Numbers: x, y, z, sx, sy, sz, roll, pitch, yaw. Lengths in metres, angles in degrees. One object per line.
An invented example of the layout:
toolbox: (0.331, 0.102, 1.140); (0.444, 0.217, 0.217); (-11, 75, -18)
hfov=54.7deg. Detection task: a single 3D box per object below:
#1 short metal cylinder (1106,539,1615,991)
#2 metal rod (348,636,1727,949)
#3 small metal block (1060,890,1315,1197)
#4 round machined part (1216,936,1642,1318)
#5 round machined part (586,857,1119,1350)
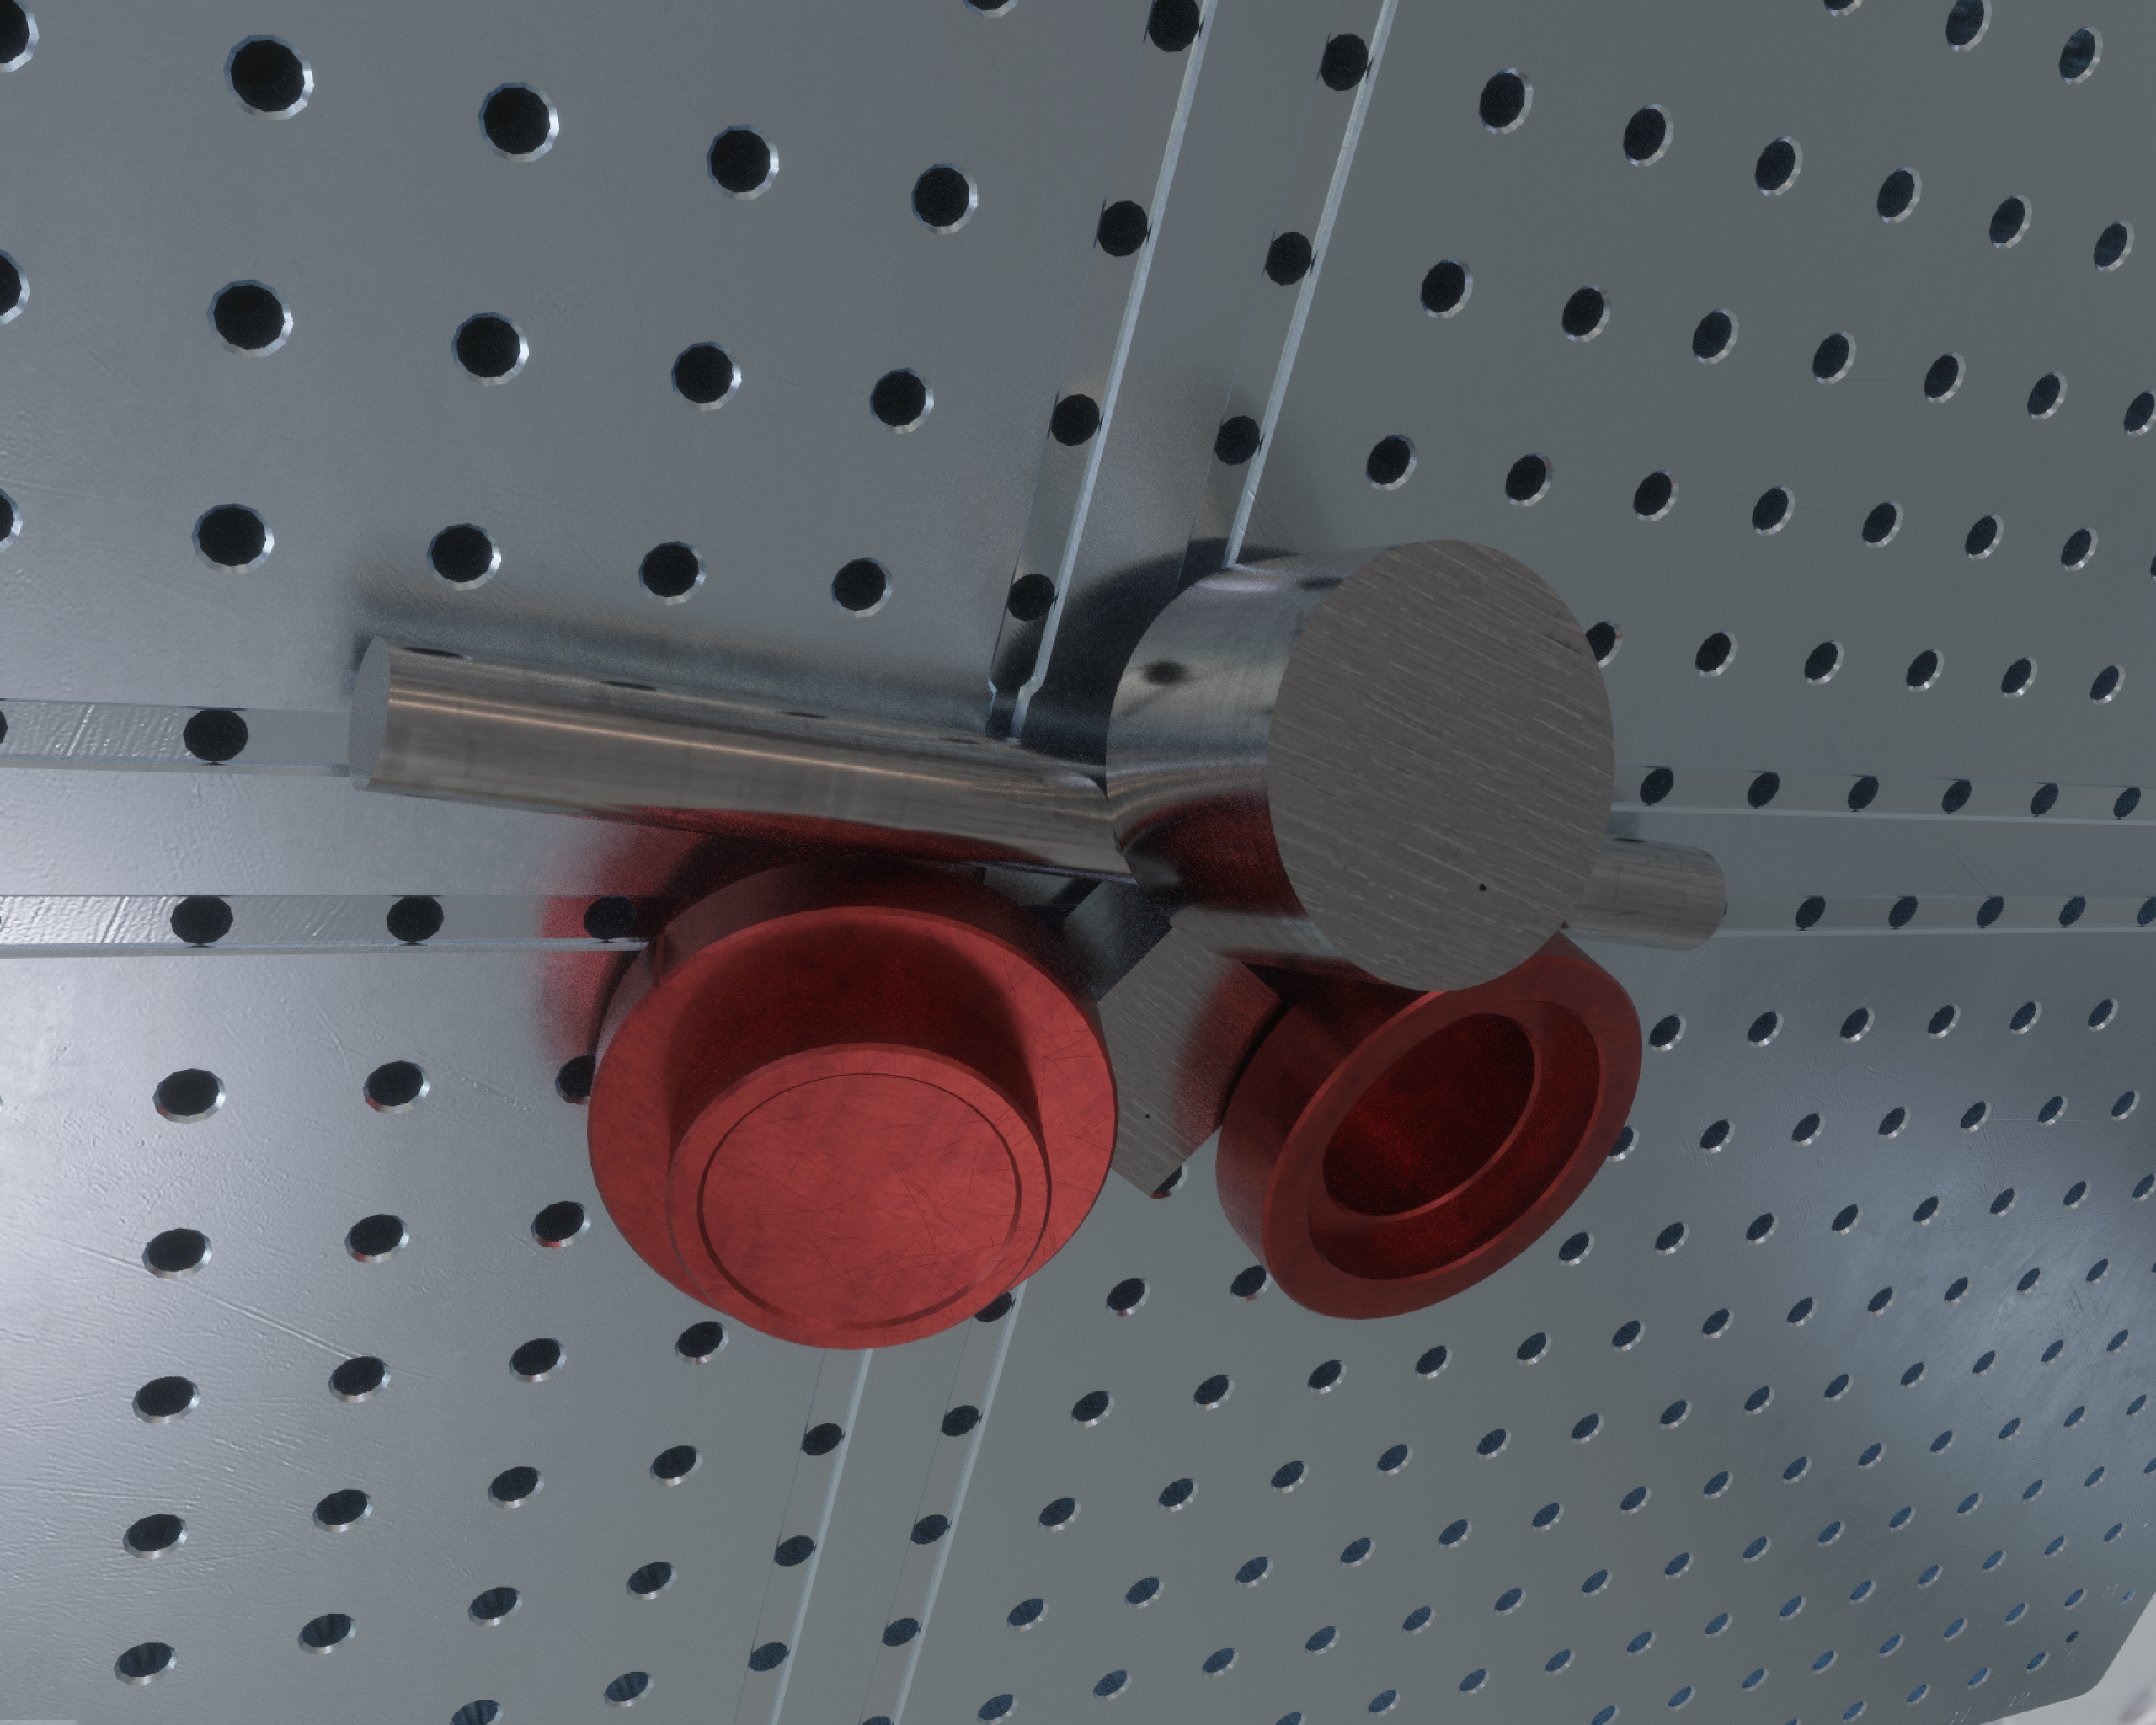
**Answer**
short metal cylinder: (0.053, -0.018, 0.389); (0.081, 0.050, 0.079); (-2, 94, -32)
metal rod: (0.015, -0.008, 0.410); (0.302, 0.025, 0.025); (7, 115, -32)
small metal block: (0.013, 0.034, 0.435); (0.050, 0.025, 0.050); (-45, 129, 3)
round machined part: (0.073, 0.050, 0.464); (0.099, 0.042, 0.097); (-17, 128, -22)
round machined part: (-0.041, 0.051, 0.388); (0.099, 0.042, 0.097); (-4, 118, -6)
